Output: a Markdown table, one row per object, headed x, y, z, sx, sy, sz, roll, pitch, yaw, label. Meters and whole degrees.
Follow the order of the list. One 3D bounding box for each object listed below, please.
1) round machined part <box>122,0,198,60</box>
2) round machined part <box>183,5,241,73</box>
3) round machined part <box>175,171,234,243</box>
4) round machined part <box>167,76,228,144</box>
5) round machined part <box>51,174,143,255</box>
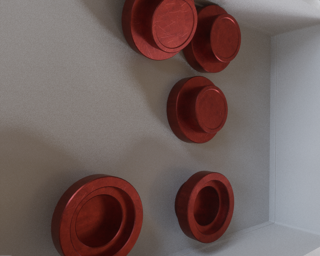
| x | y | z | sx | sy | sz | roll | pitch | yaw | label |
| --- | --- | --- | --- | --- | --- | --- | --- | --- | --- |
| 0.007 | -0.130 | 0.377 | 0.099 | 0.042 | 0.097 | -20 | 126 | -29 | round machined part |
| 0.082 | -0.131 | 0.456 | 0.099 | 0.042 | 0.097 | -8 | 102 | -39 | round machined part |
| 0.060 | 0.110 | 0.446 | 0.099 | 0.042 | 0.097 | 0 | 90 | -40 | round machined part |
| 0.060 | -0.026 | 0.446 | 0.099 | 0.042 | 0.097 | 0 | 90 | -40 | round machined part |
| -0.070 | 0.099 | 0.337 | 0.099 | 0.042 | 0.097 | 0 | 90 | -40 | round machined part |
